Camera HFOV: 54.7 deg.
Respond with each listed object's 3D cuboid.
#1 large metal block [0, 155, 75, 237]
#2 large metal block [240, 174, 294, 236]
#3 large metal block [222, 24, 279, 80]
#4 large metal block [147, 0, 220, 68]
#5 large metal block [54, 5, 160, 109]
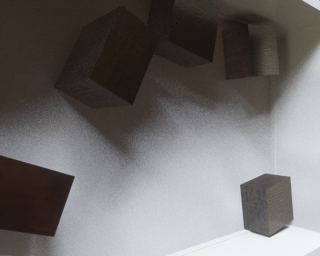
[{"bbox_3d":[-0.133,0.050,0.260,0.080,0.080,0.050,26,74,-37],"label":"large metal block"},{"bbox_3d":[0.191,0.132,0.550,0.081,0.050,0.079,-11,98,-39],"label":"large metal block"},{"bbox_3d":[0.152,-0.125,0.517,0.081,0.050,0.079,-12,98,-39],"label":"large metal block"},{"bbox_3d":[0.030,-0.134,0.415,0.081,0.050,0.080,14,81,-39],"label":"large metal block"},{"bbox_3d":[-0.056,-0.069,0.323,0.050,0.080,0.080,32,70,-36],"label":"large metal block"}]
